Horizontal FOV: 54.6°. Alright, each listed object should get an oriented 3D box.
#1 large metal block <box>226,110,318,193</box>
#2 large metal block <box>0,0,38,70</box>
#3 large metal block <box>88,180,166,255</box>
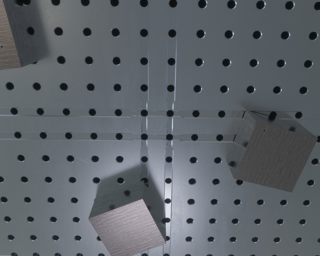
[{"bbox_3d":[0.144,0.030,0.412,0.080,0.050,0.079,14,109,-5],"label":"large metal block"},{"bbox_3d":[-0.200,-0.109,0.358,0.080,0.050,0.080,-7,110,2],"label":"large metal block"},{"bbox_3d":[-0.044,0.134,0.449,0.080,0.050,0.080,-22,109,8],"label":"large metal block"}]
